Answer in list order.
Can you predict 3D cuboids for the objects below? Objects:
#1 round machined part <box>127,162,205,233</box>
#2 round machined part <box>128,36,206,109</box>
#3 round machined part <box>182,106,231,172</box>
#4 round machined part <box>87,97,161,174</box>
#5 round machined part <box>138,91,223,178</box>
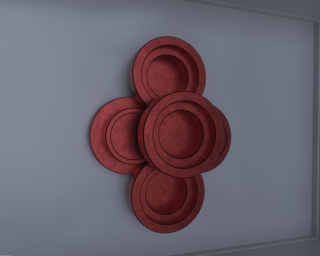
[{"bbox_3d":[0.005,0.082,0.402,0.099,0.042,0.097,0,90,-21],"label":"round machined part"},{"bbox_3d":[0.006,-0.065,0.402,0.099,0.042,0.097,0,90,-21],"label":"round machined part"},{"bbox_3d":[0.056,0.013,0.421,0.099,0.042,0.097,0,90,-21],"label":"round machined part"},{"bbox_3d":[-0.038,0.010,0.386,0.099,0.042,0.097,0,90,-21],"label":"round machined part"},{"bbox_3d":[0.021,0.007,0.363,0.099,0.042,0.097,0,90,-21],"label":"round machined part"}]
